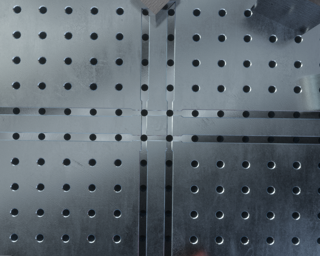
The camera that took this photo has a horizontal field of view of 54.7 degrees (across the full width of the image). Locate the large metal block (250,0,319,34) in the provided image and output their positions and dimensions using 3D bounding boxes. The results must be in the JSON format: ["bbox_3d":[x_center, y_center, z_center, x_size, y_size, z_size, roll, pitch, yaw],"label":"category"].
[{"bbox_3d":[0.172,-0.168,0.387,0.080,0.080,0.050,26,90,0],"label":"large metal block"}]

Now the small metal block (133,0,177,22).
[{"bbox_3d":[-0.007,-0.181,0.413,0.050,0.025,0.050,44,90,0],"label":"small metal block"}]
